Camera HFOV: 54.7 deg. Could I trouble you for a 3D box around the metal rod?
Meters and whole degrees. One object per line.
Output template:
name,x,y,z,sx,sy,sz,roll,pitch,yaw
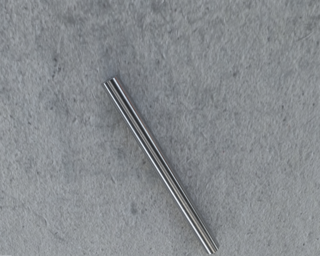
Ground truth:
metal rod,0.009,0.062,0.432,0.025,0.025,0.299,-27,108,9
